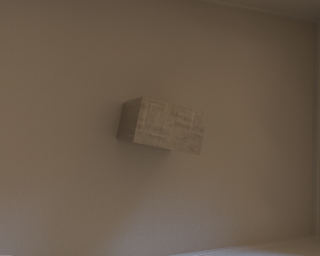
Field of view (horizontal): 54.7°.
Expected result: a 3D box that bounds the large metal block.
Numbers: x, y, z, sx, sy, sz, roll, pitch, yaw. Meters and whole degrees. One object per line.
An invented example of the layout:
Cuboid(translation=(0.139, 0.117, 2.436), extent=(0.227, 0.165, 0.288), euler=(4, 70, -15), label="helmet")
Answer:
Cuboid(translation=(-0.001, -0.001, 0.380), extent=(0.081, 0.080, 0.050), euler=(13, 86, -20), label="large metal block")
